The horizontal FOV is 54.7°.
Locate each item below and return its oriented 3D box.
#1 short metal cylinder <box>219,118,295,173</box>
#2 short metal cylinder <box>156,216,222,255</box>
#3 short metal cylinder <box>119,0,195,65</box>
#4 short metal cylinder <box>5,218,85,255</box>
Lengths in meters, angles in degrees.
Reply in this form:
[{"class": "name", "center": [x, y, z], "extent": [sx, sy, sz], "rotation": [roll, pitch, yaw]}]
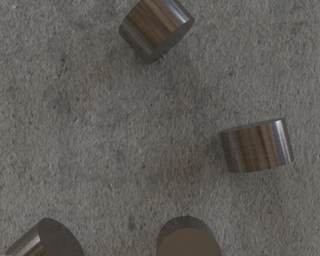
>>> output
[{"class": "short metal cylinder", "center": [0.119, 0.021, 0.384], "extent": [0.080, 0.080, 0.050], "rotation": [-13, 90, 0]}, {"class": "short metal cylinder", "center": [0.035, 0.160, 0.398], "extent": [0.081, 0.050, 0.079], "rotation": [0, 90, -1]}, {"class": "short metal cylinder", "center": [-0.004, -0.124, 0.382], "extent": [0.080, 0.080, 0.050], "rotation": [-42, 91, 0]}, {"class": "short metal cylinder", "center": [-0.139, 0.159, 0.381], "extent": [0.050, 0.080, 0.080], "rotation": [-41, 91, 0]}]
